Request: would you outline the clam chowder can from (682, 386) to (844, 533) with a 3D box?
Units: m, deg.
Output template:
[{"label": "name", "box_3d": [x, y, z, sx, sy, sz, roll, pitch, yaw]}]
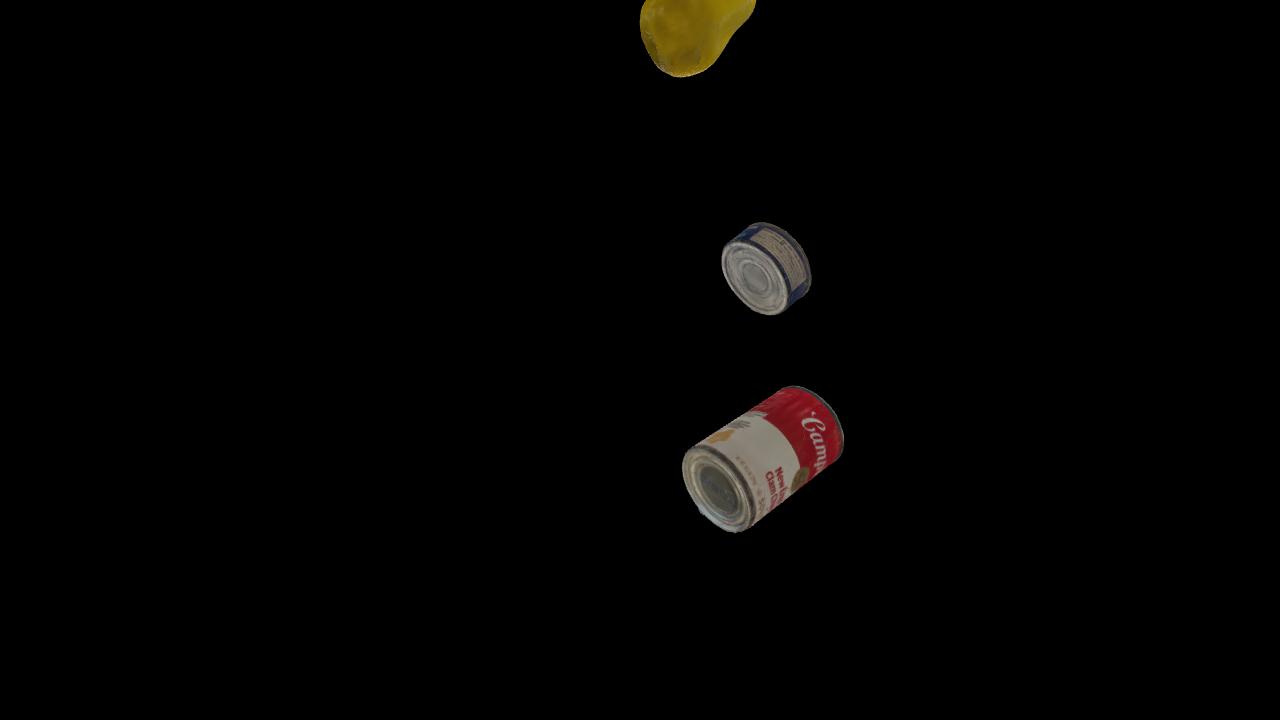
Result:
[{"label": "clam chowder can", "box_3d": [0.088, 0.069, 0.442, 0.102, 0.068, 0.068, -26, 14, -31]}]

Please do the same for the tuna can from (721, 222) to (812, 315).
[{"label": "tuna can", "box_3d": [0.116, -0.084, 0.575, 0.034, 0.084, 0.084, -38, 16, -21]}]

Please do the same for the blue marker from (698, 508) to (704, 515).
[{"label": "blue marker", "box_3d": [0.114, 0.176, 0.837, 0.020, 0.020, 0.121, 0, -39, -29]}]

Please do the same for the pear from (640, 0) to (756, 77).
[{"label": "pear", "box_3d": [0.057, -0.287, 0.508, 0.111, 0.080, 0.080, -32, 0, -1]}]
